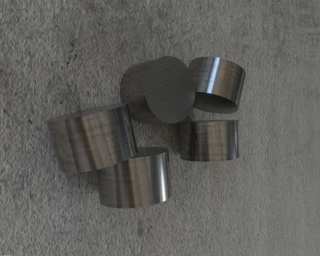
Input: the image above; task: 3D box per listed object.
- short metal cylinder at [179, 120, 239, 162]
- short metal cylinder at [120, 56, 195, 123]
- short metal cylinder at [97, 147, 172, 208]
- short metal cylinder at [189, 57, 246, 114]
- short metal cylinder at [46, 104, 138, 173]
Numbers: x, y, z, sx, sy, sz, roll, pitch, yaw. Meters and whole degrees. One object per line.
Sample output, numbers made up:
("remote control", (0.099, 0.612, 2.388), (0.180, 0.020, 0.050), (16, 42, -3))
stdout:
("short metal cylinder", (0.067, 0.015, 0.425), (0.081, 0.080, 0.050), (-4, 93, -40))
("short metal cylinder", (-0.002, -0.045, 0.386), (0.081, 0.050, 0.080), (0, 90, -40))
("short metal cylinder", (-0.029, 0.052, 0.345), (0.081, 0.080, 0.050), (-8, 95, -40))
("short metal cylinder", (0.074, -0.057, 0.430), (0.080, 0.080, 0.050), (24, 75, -38))
("short metal cylinder", (-0.067, 0.008, 0.313), (0.081, 0.080, 0.050), (-19, 103, -38))
